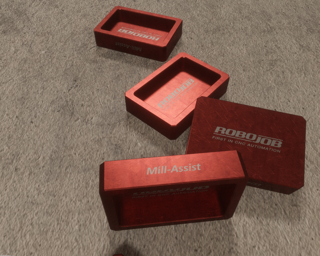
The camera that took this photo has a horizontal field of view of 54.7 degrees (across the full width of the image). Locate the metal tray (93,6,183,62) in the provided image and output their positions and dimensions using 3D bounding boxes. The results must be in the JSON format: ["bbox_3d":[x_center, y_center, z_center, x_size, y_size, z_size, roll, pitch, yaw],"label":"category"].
[{"bbox_3d":[-0.036,-0.167,0.539,0.130,0.030,0.090,17,52,13],"label":"metal tray"}]

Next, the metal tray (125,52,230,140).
[{"bbox_3d":[0.026,-0.051,0.442,0.090,0.030,0.131,34,57,25],"label":"metal tray"}]

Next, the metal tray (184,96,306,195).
[{"bbox_3d":[0.099,0.019,0.365,0.131,0.030,0.090,12,66,4],"label":"metal tray"}]

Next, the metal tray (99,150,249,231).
[{"bbox_3d":[0.012,0.064,0.306,0.131,0.089,0.030,-5,51,-4],"label":"metal tray"}]

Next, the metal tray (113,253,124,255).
[{"bbox_3d":[-0.044,0.182,0.246,0.090,0.030,0.131,31,56,23],"label":"metal tray"}]
